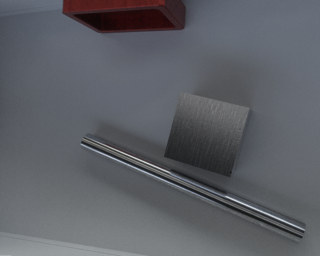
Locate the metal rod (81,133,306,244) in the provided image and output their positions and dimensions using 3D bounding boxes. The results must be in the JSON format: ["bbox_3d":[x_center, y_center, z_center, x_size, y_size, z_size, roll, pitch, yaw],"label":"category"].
[{"bbox_3d":[0.028,0.070,0.400,0.301,0.025,0.025,21,97,18],"label":"metal rod"}]

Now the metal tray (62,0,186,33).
[{"bbox_3d":[-0.042,-0.149,0.389,0.130,0.090,0.030,4,92,19],"label":"metal tray"}]

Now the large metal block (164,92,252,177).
[{"bbox_3d":[0.059,0.006,0.376,0.080,0.050,0.079,16,95,19],"label":"large metal block"}]
